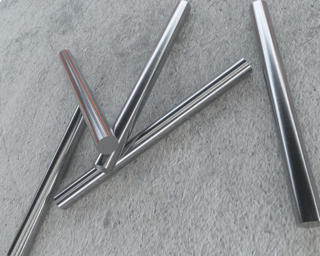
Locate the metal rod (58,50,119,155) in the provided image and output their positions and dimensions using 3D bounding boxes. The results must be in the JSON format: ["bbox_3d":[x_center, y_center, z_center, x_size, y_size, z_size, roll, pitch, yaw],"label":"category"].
[{"bbox_3d":[-0.117,-0.057,0.462,0.025,0.025,0.300,-39,40,1],"label":"metal rod"}]

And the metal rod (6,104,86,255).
[{"bbox_3d":[-0.157,0.088,0.430,0.025,0.025,0.300,5,64,30],"label":"metal rod"}]

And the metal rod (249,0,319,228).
[{"bbox_3d":[0.137,-0.041,0.356,0.025,0.025,0.299,-13,56,21],"label":"metal rod"}]

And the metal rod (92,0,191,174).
[{"bbox_3d":[-0.015,-0.074,0.437,0.025,0.025,0.300,7,59,31],"label":"metal rod"}]

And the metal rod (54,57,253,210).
[{"bbox_3d":[-0.011,0.009,0.402,0.300,0.025,0.025,-36,51,3],"label":"metal rod"}]
